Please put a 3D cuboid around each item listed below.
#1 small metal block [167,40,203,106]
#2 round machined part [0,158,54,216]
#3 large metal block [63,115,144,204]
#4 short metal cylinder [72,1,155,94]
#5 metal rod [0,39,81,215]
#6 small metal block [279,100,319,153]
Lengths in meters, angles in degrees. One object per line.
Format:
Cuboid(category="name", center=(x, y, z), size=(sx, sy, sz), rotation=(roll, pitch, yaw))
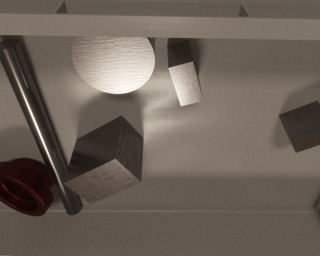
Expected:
Cuboid(category="small metal block", center=(0.028, -0.061, 0.341), size=(0.025, 0.050, 0.050), rotation=(-13, 129, 11))
Cuboid(category="round machined part", center=(-0.199, 0.082, 0.452), size=(0.098, 0.042, 0.097), rotation=(13, 135, 14))
Cuboid(category="large metal block", center=(-0.070, 0.041, 0.407), size=(0.080, 0.080, 0.050), rotation=(-26, 126, 20))
Cuboid(category="short metal cylinder", center=(-0.045, -0.083, 0.322), size=(0.081, 0.050, 0.079), rotation=(0, 130, 0))
Cuboid(category="metal rod", center=(-0.155, 0.024, 0.426), size=(0.025, 0.025, 0.298), rotation=(-3, 130, 2))
Cuboid(category="small metal block", center=(0.187, -0.002, 0.394), size=(0.050, 0.050, 0.025), rotation=(-23, 127, 18))
